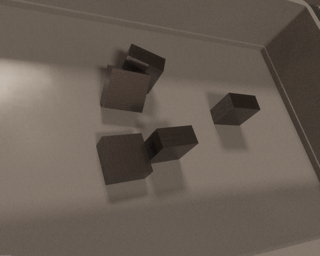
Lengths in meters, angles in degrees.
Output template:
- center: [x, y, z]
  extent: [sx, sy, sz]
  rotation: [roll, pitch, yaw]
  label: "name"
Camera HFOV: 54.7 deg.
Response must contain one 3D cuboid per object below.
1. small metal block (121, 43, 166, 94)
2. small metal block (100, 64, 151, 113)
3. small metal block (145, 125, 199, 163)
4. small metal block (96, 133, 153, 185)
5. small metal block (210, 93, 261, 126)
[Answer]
- center: [-0.027, -0.080, 0.424]
  extent: [0.050, 0.050, 0.025]
  rotation: [21, 50, -16]
  label: "small metal block"
- center: [-0.044, -0.050, 0.395]
  extent: [0.050, 0.050, 0.025]
  rotation: [7, 17, -25]
  label: "small metal block"
- center: [0.011, 0.021, 0.384]
  extent: [0.050, 0.050, 0.025]
  rotation: [-5, 65, -31]
  label: "small metal block"
- center: [-0.042, 0.035, 0.363]
  extent: [0.050, 0.025, 0.050]
  rotation: [-4, 64, -31]
  label: "small metal block"
- center: [0.113, -0.027, 0.469]
  extent: [0.050, 0.050, 0.025]
  rotation: [3, 61, -27]
  label: "small metal block"
